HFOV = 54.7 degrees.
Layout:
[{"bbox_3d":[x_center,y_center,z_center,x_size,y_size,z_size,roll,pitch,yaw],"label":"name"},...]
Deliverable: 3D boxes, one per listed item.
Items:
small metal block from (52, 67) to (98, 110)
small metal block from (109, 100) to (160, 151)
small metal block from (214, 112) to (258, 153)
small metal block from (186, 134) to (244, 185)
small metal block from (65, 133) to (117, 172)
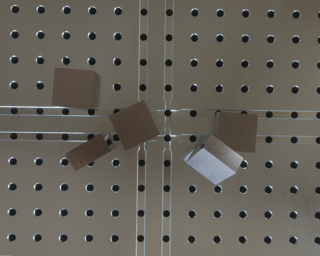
[{"bbox_3d":[-0.113,-0.051,0.412,0.050,0.025,0.050,5,90,-1],"label":"small metal block"},{"bbox_3d":[-0.033,-0.003,0.413,0.050,0.025,0.050,-25,90,-1],"label":"small metal block"},{"bbox_3d":[0.101,0.005,0.415,0.050,0.025,0.050,5,90,-1],"label":"small metal block"},{"bbox_3d":[0.069,0.042,0.399,0.050,0.050,0.025,37,56,-1],"label":"small metal block"},{"bbox_3d":[-0.087,0.029,0.400,0.050,0.050,0.025,-30,90,0],"label":"small metal block"}]
